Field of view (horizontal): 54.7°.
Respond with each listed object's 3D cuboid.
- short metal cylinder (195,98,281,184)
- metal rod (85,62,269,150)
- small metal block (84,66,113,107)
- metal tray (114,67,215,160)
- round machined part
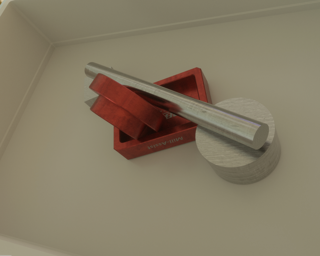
[{"bbox_3d":[0.085,0.014,0.334,0.080,0.050,0.080,-13,56,20],"label":"short metal cylinder"},{"bbox_3d":[-0.008,-0.041,0.379,0.300,0.025,0.025,27,76,43],"label":"metal rod"},{"bbox_3d":[-0.091,-0.062,0.488,0.050,0.025,0.050,-20,54,16],"label":"small metal block"},{"bbox_3d":[0.003,-0.019,0.408,0.130,0.030,0.090,-17,55,17],"label":"metal tray"},{"bbox_3d":[-0.045,-0.021,0.375,0.098,0.098,0.042,31,87,37],"label":"round machined part"}]
